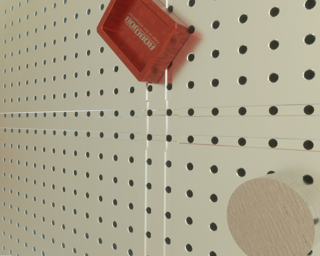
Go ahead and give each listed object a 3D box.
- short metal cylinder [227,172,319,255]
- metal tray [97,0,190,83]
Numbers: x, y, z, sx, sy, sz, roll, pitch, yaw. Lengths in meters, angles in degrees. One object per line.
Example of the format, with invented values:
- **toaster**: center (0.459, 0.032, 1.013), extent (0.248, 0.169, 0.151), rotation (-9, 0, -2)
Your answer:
- **short metal cylinder**: center (0.113, 0.085, 0.300), extent (0.080, 0.050, 0.079), rotation (0, 90, 40)
- **metal tray**: center (-0.028, -0.135, 0.429), extent (0.130, 0.030, 0.090), rotation (51, 120, 27)
